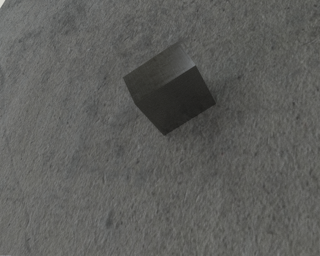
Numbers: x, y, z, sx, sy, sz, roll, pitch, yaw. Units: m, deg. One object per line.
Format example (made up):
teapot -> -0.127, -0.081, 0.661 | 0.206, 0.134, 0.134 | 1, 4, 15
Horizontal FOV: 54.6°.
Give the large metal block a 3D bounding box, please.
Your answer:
large metal block -> 0.014, -0.047, 0.391 | 0.080, 0.080, 0.050 | -32, 52, 7
